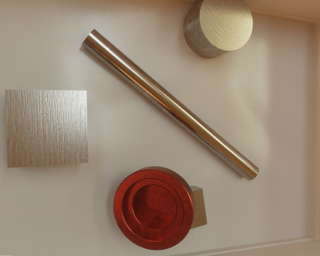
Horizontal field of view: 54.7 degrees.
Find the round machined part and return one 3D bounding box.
[{"bbox_3d":[-0.004,0.096,0.385,0.098,0.042,0.097,1,94,14],"label":"round machined part"}]

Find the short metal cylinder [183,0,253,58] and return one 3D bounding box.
[{"bbox_3d":[0.079,-0.141,0.428,0.081,0.050,0.079,0,90,-21],"label":"short metal cylinder"}]

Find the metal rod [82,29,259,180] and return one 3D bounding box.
[{"bbox_3d":[0.025,-0.022,0.420,0.301,0.025,0.025,38,78,-16],"label":"metal rod"}]

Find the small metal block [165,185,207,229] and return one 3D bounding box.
[{"bbox_3d":[0.033,0.111,0.424,0.050,0.025,0.050,-9,93,-20],"label":"small metal block"}]

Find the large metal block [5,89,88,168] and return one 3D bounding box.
[{"bbox_3d":[-0.127,-0.001,0.351,0.081,0.050,0.079,-2,91,-20],"label":"large metal block"}]
